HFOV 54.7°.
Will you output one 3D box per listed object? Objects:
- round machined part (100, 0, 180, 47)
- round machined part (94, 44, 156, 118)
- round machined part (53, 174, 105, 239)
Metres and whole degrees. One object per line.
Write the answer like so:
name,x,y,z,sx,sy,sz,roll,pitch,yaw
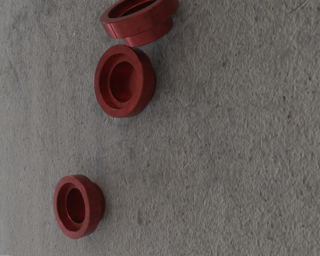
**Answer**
round machined part,-0.022,-0.138,0.389,0.098,0.098,0.042,10,139,39
round machined part,-0.044,-0.063,0.429,0.098,0.042,0.097,2,93,40
round machined part,-0.126,0.123,0.498,0.098,0.042,0.097,0,90,40
